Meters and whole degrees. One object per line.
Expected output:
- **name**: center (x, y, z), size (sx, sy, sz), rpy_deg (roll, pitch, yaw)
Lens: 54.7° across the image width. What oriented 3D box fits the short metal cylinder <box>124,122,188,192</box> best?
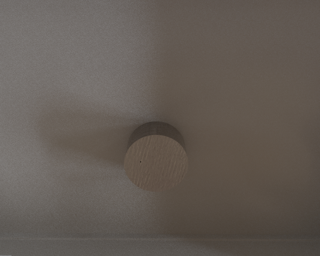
- **short metal cylinder**: center (-0.005, 0.037, 0.412), size (0.081, 0.050, 0.079), rpy_deg (0, 110, -1)
